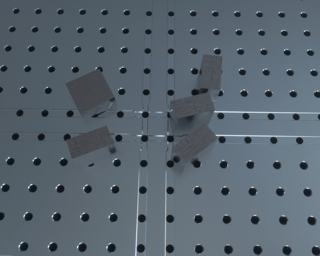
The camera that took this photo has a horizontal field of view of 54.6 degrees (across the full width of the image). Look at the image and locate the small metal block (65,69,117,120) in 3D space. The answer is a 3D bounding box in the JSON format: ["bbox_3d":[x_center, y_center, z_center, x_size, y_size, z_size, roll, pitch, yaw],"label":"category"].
[{"bbox_3d":[-0.094,-0.046,0.428,0.050,0.025,0.050,-27,72,-9],"label":"small metal block"}]

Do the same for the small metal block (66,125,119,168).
[{"bbox_3d":[-0.083,0.025,0.389,0.050,0.050,0.025,-20,72,-7],"label":"small metal block"}]

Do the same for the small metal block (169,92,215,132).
[{"bbox_3d":[0.040,-0.020,0.406,0.050,0.050,0.025,-14,71,-5],"label":"small metal block"}]

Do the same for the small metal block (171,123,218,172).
[{"bbox_3d":[0.042,0.026,0.389,0.050,0.050,0.025,-36,74,-12],"label":"small metal block"}]

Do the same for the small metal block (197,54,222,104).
[{"bbox_3d":[0.067,-0.064,0.422,0.025,0.050,0.050,6,70,2],"label":"small metal block"}]
